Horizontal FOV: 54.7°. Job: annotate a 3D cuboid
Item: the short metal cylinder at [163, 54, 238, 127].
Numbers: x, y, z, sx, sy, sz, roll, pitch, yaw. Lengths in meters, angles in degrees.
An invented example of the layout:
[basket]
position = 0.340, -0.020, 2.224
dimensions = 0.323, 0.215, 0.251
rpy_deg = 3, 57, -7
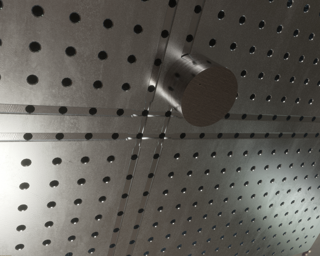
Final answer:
[short metal cylinder]
position = 0.051, -0.048, 0.395
dimensions = 0.081, 0.050, 0.079
rpy_deg = -14, 125, -21
